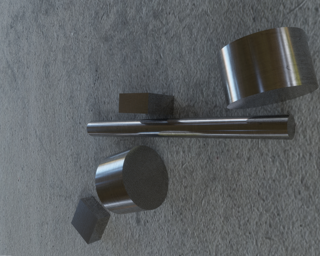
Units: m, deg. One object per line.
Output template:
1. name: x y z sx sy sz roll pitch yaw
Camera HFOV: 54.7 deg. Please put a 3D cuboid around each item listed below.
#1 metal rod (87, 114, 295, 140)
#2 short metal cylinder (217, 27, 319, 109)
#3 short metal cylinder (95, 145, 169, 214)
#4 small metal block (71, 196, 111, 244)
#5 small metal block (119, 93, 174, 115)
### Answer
1. metal rod: 0.011 0.000 0.394 0.300 0.025 0.025 0 90 39
2. short metal cylinder: 0.098 -0.052 0.288 0.080 0.081 0.050 -16 80 38
3. short metal cylinder: -0.034 0.067 0.395 0.050 0.081 0.080 -20 77 38
4. small metal block: -0.111 0.146 0.494 0.050 0.025 0.050 36 112 34
5. small metal block: -0.017 -0.031 0.401 0.050 0.050 0.025 4 93 39
